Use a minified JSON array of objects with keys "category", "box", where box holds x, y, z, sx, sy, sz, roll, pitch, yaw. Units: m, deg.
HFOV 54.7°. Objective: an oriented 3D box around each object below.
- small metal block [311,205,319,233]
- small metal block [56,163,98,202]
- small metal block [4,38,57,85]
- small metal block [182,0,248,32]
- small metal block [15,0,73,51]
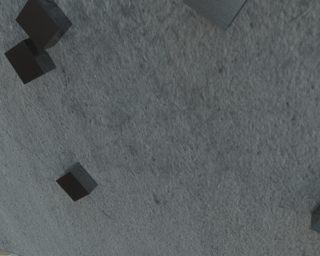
[{"category":"small metal block","box":[0.213,0.106,0.360,0.050,0.025,0.050,24,127,13]},{"category":"small metal block","box":[-0.145,0.096,0.540,0.050,0.025,0.050,-32,101,38]},{"category":"small metal block","box":[-0.185,-0.096,0.442,0.050,0.025,0.050,-16,110,34]},{"category":"small metal block","box":[0.058,-0.130,0.295,0.050,0.025,0.050,37,129,3]},{"category":"small metal block","box":[-0.150,-0.137,0.399,0.050,0.025,0.050,-31,102,37]}]
